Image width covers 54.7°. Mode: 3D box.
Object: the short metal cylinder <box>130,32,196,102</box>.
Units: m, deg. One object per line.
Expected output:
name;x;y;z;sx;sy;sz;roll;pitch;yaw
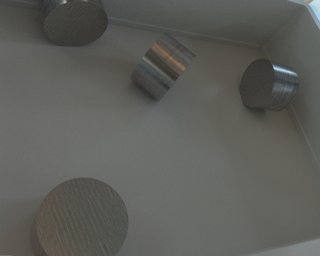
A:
short metal cylinder;0.004;-0.083;0.425;0.050;0.080;0.080;39;51;-3

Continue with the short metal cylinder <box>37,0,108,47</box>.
short metal cylinder;-0.114;-0.152;0.403;0.081;0.080;0.050;-6;65;-31

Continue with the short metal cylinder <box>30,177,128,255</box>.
short metal cylinder;-0.076;0.093;0.292;0.081;0.050;0.080;14;56;-21

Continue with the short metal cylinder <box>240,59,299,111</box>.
short metal cylinder;0.179;-0.070;0.512;0.050;0.080;0.080;8;58;-25
